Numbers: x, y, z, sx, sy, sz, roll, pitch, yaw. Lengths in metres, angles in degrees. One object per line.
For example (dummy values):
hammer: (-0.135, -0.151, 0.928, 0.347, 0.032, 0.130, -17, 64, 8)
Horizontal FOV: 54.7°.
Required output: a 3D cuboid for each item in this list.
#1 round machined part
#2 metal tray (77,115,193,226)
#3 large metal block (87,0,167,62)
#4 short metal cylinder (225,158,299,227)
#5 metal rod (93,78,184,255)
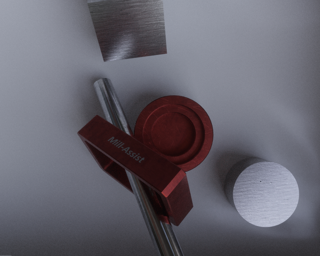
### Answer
round machined part: (0.017, 0.008, 0.403, 0.099, 0.042, 0.097, 0, 90, -1)
metal tray: (-0.027, 0.047, 0.348, 0.130, 0.090, 0.030, 30, 65, 29)
large metal block: (-0.037, -0.133, 0.377, 0.081, 0.080, 0.050, -8, 51, -1)
short metal cylinder: (0.129, 0.080, 0.401, 0.081, 0.050, 0.079, 0, 90, -1)
metal rod: (-0.019, 0.065, 0.350, 0.025, 0.025, 0.299, -25, 65, 0)
